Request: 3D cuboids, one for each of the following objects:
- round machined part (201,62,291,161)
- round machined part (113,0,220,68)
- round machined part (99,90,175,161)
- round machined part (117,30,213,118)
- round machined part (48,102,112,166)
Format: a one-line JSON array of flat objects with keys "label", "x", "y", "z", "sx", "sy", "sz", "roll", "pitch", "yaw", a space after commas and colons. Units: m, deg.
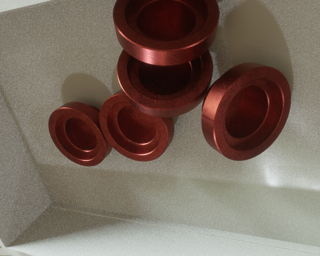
[{"label": "round machined part", "x": 0.083, "y": -0.019, "z": 0.318, "sx": 0.042, "sy": 0.099, "sz": 0.097, "roll": 38, "pitch": 142, "yaw": 54}, {"label": "round machined part", "x": 0.006, "y": -0.099, "z": 0.304, "sx": 0.098, "sy": 0.098, "sz": 0.042, "roll": 24, "pitch": 155, "yaw": 13}, {"label": "round machined part", "x": -0.026, "y": -0.008, "z": 0.405, "sx": 0.098, "sy": 0.042, "sz": 0.097, "roll": 13, "pitch": 124, "yaw": 20}, {"label": "round machined part", "x": 0.006, "y": -0.056, "z": 0.335, "sx": 0.098, "sy": 0.098, "sz": 0.042, "roll": 25, "pitch": 163, "yaw": 12}, {"label": "round machined part", "x": -0.111, "y": 0.005, "z": 0.457, "sx": 0.098, "sy": 0.042, "sz": 0.097, "roll": 13, "pitch": 124, "yaw": 20}]
